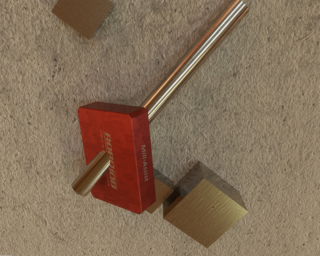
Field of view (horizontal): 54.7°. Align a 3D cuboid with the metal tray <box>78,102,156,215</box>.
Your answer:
[{"bbox_3d":[-0.054,0.036,0.392,0.090,0.030,0.129,9,113,35],"label":"metal tray"}]

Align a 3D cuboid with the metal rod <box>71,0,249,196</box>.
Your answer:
[{"bbox_3d":[-0.005,-0.032,0.379,0.025,0.025,0.299,40,98,-14],"label":"metal rod"}]

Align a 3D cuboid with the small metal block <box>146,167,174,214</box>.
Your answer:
[{"bbox_3d":[-0.016,0.086,0.441,0.050,0.025,0.050,37,105,-13],"label":"small metal block"}]

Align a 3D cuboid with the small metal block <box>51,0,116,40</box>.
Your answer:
[{"bbox_3d":[-0.087,-0.139,0.357,0.050,0.025,0.050,36,106,-13],"label":"small metal block"}]

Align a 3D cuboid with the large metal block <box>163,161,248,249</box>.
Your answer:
[{"bbox_3d":[0.061,0.108,0.437,0.080,0.050,0.080,38,105,-13],"label":"large metal block"}]
